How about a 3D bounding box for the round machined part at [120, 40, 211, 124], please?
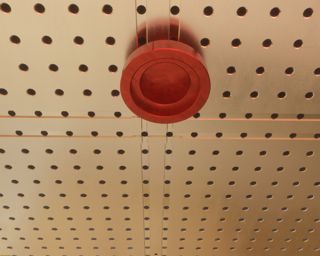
[{"bbox_3d":[0.006,-0.055,0.353,0.099,0.042,0.097,0,130,0],"label":"round machined part"}]
